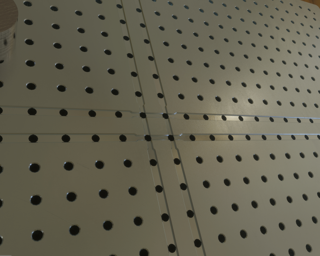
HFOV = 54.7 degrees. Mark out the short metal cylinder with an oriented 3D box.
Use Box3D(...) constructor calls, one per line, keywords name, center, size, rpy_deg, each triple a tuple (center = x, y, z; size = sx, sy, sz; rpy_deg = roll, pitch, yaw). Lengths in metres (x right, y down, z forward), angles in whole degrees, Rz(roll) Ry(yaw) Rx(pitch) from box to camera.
Box3D(name="short metal cylinder", center=(-0.208, -0.120, 0.353), size=(0.081, 0.050, 0.080), rpy_deg=(14, 56, -21))
